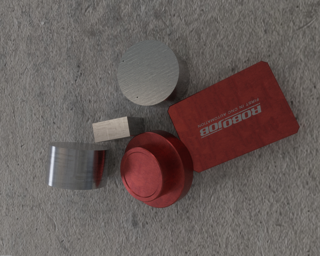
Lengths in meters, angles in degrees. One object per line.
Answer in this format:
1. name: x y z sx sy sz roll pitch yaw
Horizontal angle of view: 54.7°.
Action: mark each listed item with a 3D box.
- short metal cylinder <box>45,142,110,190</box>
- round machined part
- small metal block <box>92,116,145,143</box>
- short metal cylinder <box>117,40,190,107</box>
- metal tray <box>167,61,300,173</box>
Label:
1. short metal cylinder: -0.110 0.049 0.419 0.080 0.080 0.050 7 93 20
2. round machined part: -0.011 0.053 0.388 0.098 0.042 0.097 7 102 36
3. small metal block: -0.054 0.002 0.415 0.050 0.050 0.025 -11 86 19
4. short metal cylinder: -0.007 -0.067 0.398 0.080 0.050 0.080 0 90 20
5. metal tray: 0.086 -0.011 0.376 0.130 0.030 0.090 -26 82 18
